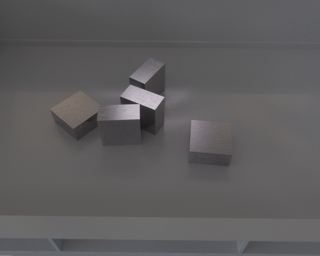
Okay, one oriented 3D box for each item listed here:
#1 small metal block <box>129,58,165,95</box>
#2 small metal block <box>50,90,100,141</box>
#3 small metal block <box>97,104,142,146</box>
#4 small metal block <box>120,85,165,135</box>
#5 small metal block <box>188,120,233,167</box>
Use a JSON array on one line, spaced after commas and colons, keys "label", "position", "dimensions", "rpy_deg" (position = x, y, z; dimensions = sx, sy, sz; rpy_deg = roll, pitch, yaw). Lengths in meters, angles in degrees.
[{"label": "small metal block", "position": [-0.017, -0.063, 0.442], "dimensions": [0.025, 0.050, 0.050], "rpy_deg": [26, 55, 20]}, {"label": "small metal block", "position": [-0.110, -0.018, 0.419], "dimensions": [0.050, 0.025, 0.050], "rpy_deg": [35, 58, 26]}, {"label": "small metal block", "position": [-0.049, -0.003, 0.391], "dimensions": [0.050, 0.050, 0.025], "rpy_deg": [-2, 50, -2]}, {"label": "small metal block", "position": [-0.022, -0.023, 0.408], "dimensions": [0.050, 0.050, 0.025], "rpy_deg": [22, 54, 17]}, {"label": "small metal block", "position": [0.063, 0.019, 0.390], "dimensions": [0.050, 0.025, 0.050], "rpy_deg": [5, 50, 4]}]
